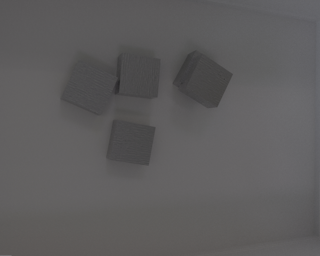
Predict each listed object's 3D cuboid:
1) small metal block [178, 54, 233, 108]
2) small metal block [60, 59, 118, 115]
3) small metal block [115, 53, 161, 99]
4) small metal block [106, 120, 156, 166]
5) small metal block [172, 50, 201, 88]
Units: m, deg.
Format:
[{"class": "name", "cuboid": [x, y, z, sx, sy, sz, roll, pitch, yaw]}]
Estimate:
[{"class": "small metal block", "cuboid": [0.060, -0.060, 0.406, 0.050, 0.025, 0.050, 29, 80, -18]}, {"class": "small metal block", "cuboid": [-0.087, -0.048, 0.378, 0.050, 0.025, 0.050, 25, 82, -19]}, {"class": "small metal block", "cuboid": [-0.029, -0.066, 0.400, 0.050, 0.025, 0.050, 5, 88, -20]}, {"class": "small metal block", "cuboid": [-0.037, 0.019, 0.397, 0.050, 0.025, 0.050, 11, 86, -20]}, {"class": "small metal block", "cuboid": [0.054, -0.071, 0.430, 0.050, 0.025, 0.050, 31, 80, -18]}]
